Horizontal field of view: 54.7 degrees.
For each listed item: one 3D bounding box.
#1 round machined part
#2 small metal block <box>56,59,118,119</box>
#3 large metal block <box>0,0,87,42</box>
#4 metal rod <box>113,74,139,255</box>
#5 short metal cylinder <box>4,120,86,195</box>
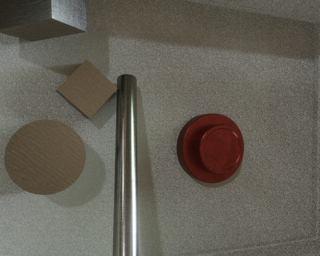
[{"bbox_3d":[0.076,0.028,0.431,0.099,0.042,0.097,0,90,-21],"label":"round machined part"},{"bbox_3d":[-0.089,-0.046,0.378,0.050,0.025,0.050,44,76,-15],"label":"small metal block"},{"bbox_3d":[-0.127,-0.142,0.328,0.050,0.080,0.079,-3,92,-65],"label":"large metal block"},{"bbox_3d":[-0.036,0.071,0.329,0.025,0.025,0.299,8,61,-20],"label":"metal rod"},{"bbox_3d":[-0.128,0.031,0.350,0.081,0.050,0.079,0,90,-21],"label":"short metal cylinder"}]
